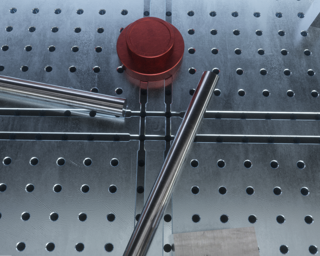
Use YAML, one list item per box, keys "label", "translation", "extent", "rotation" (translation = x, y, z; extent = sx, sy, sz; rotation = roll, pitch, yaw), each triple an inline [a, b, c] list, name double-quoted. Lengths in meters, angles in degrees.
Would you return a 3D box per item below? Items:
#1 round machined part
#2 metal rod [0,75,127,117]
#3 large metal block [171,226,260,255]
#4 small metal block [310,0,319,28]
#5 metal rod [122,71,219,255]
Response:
- label: "round machined part"
  translation: [-0.014, -0.120, 0.446]
  extent: [0.099, 0.042, 0.098]
  rotation: [0, 70, -1]
- label: "metal rod"
  translation: [-0.196, -0.056, 0.429]
  extent: [0.302, 0.025, 0.025]
  rotation: [11, 70, 3]
- label: "large metal block"
  translation: [0.055, 0.137, 0.333]
  extent: [0.081, 0.080, 0.050]
  rotation: [-5, 70, -2]
- label: "small metal block"
  translation: [0.255, -0.188, 0.470]
  extent: [0.025, 0.050, 0.050]
  rotation: [16, 71, 5]
- label: "metal rod"
  translation: [0.013, 0.056, 0.391]
  extent: [0.025, 0.025, 0.300]
  rotation: [22, 71, 7]
